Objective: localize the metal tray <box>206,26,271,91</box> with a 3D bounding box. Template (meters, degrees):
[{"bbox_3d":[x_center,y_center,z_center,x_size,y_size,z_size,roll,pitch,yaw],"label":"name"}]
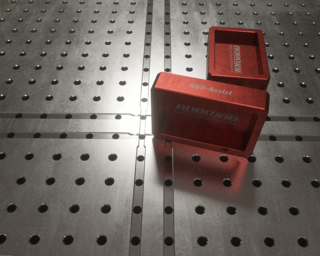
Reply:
[{"bbox_3d":[0.122,-0.114,0.501,0.091,0.030,0.130,5,50,4],"label":"metal tray"}]

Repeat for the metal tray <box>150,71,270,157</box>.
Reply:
[{"bbox_3d":[0.056,-0.015,0.378,0.131,0.089,0.030,12,51,9],"label":"metal tray"}]
